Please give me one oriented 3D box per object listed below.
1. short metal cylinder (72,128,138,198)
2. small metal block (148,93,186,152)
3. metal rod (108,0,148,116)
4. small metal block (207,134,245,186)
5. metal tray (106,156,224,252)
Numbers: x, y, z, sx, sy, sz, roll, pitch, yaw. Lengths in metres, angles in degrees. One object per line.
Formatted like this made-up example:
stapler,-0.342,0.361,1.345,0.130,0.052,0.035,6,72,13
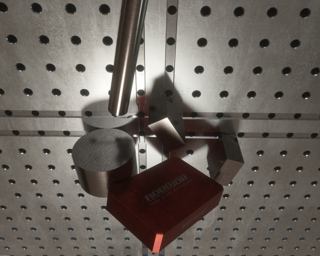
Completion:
short metal cylinder,-0.072,0.045,0.413,0.081,0.080,0.050,-1,130,0
small metal block,0.009,-0.007,0.390,0.025,0.050,0.050,-23,127,18
metal rod,-0.022,-0.134,0.296,0.025,0.025,0.298,9,130,-8
small metal block,0.090,0.045,0.435,0.025,0.050,0.050,14,129,-12
metal tray,0.009,0.089,0.398,0.131,0.090,0.030,-21,132,-44
